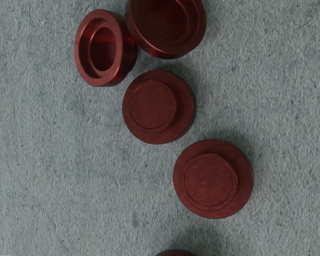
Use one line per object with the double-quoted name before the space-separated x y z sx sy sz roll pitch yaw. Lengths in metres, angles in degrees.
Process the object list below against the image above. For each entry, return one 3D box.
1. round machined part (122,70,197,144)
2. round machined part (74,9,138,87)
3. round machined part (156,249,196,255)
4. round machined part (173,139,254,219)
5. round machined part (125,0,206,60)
"round machined part" -0.005 -0.027 0.402 0.098 0.042 0.097 0 90 20
"round machined part" -0.068 -0.104 0.413 0.098 0.042 0.097 5 98 40
"round machined part" 0.025 0.202 0.391 0.098 0.042 0.097 0 90 20
"round machined part" 0.062 0.063 0.378 0.098 0.042 0.097 0 90 20
"round machined part" 0.004 -0.131 0.380 0.099 0.042 0.097 3 83 -23
